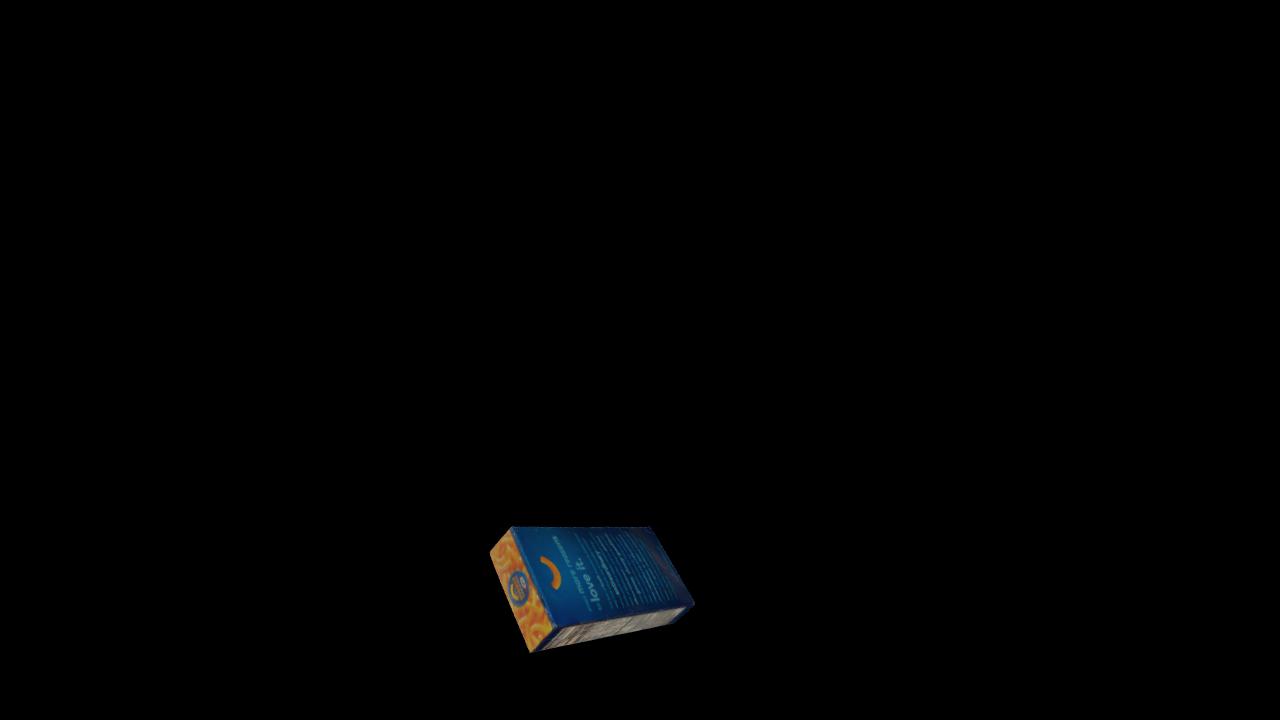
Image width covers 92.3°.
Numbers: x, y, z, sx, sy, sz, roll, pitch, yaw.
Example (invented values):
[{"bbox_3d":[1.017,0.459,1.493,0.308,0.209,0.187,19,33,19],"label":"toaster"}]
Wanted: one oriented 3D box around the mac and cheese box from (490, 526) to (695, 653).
[{"bbox_3d":[-0.036,0.194,0.543,0.184,0.041,0.093,18,30,-48],"label":"mac and cheese box"}]
